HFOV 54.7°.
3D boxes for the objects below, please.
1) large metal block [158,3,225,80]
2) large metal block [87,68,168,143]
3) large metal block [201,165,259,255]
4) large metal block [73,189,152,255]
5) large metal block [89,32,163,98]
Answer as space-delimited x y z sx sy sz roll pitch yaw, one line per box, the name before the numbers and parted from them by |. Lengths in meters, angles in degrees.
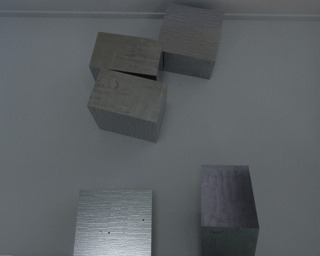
large metal block | 0.042 -0.123 0.441 0.080 0.050 0.080 12 70 4
large metal block | -0.037 -0.025 0.389 0.080 0.080 0.050 14 71 4
large metal block | 0.069 0.096 0.327 0.050 0.079 0.080 0 36 8
large metal block | -0.049 0.114 0.354 0.080 0.050 0.080 0 70 0
large metal block | -0.040 -0.076 0.408 0.080 0.080 0.050 8 70 3
